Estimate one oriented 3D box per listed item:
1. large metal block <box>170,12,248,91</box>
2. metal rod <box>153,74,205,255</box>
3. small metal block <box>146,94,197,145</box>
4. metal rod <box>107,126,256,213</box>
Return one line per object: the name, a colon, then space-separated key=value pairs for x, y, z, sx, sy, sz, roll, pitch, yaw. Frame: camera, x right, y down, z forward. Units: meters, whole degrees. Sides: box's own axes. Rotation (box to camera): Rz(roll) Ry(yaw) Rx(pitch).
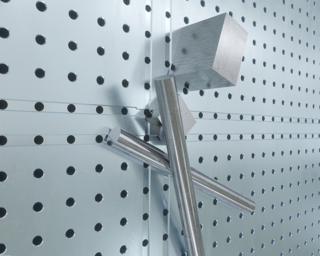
large metal block: x=0.066 y=-0.101 z=0.428 sx=0.050 sy=0.080 sz=0.080 roll=26 pitch=74 yaw=-37
metal rod: x=0.032 y=0.079 z=0.407 sx=0.025 sy=0.025 sz=0.298 roll=-27 pitch=116 yaw=-37
small metal block: x=0.016 y=-0.011 z=0.423 sx=0.050 sy=0.025 sz=0.050 roll=-48 pitch=119 yaw=-29
metal rod: x=0.050 y=0.073 z=0.451 sx=0.301 sy=0.025 sz=0.025 roll=31 pitch=71 yaw=-36
